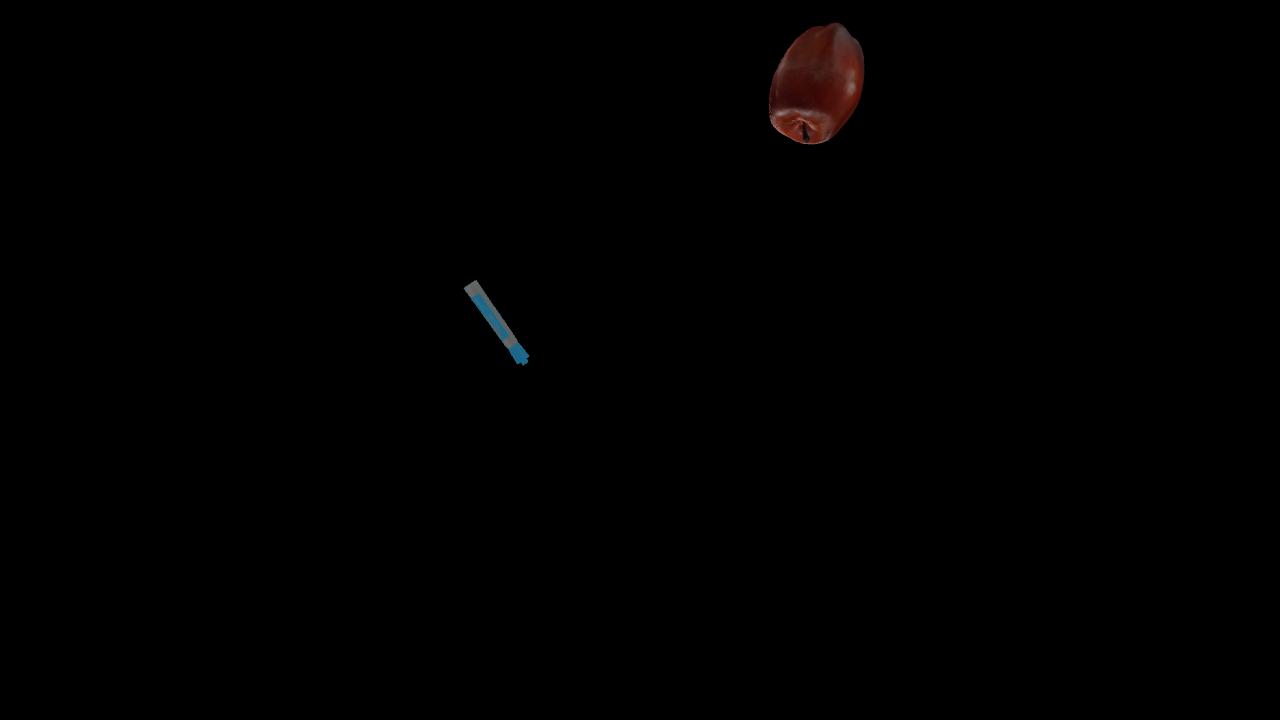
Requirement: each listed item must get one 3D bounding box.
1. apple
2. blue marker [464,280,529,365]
[{"bbox_3d":[0.149,-0.229,0.519,0.079,0.093,0.079,17,-1,0],"label":"apple"},{"bbox_3d":[-0.178,-0.045,0.771,0.020,0.121,0.020,-31,14,8],"label":"blue marker"}]
